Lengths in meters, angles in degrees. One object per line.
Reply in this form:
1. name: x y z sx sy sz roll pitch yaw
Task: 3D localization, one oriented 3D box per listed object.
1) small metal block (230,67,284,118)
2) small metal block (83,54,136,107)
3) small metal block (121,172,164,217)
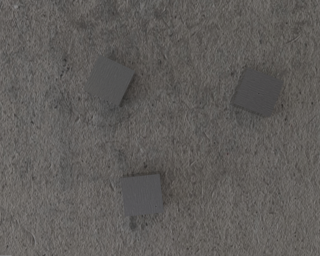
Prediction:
1. small metal block: 0.128 -0.046 0.411 0.050 0.025 0.050 21 90 0
2. small metal block: -0.065 -0.061 0.409 0.050 0.025 0.050 25 90 0
3. small metal block: -0.023 0.086 0.410 0.050 0.025 0.050 -6 90 0
